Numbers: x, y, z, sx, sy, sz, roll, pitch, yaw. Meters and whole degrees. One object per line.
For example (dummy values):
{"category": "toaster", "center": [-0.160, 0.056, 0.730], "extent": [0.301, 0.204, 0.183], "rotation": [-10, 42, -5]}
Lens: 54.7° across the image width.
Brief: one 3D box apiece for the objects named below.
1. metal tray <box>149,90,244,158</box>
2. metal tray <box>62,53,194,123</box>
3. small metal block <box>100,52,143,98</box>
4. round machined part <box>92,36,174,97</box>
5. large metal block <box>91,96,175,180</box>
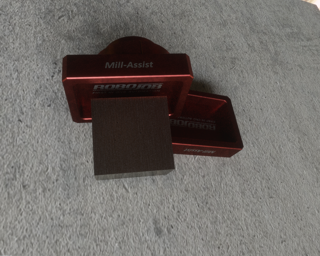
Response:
{"category": "metal tray", "center": [0.048, -0.008, 0.435], "extent": [0.131, 0.030, 0.090], "rotation": [6, 59, -25]}
{"category": "metal tray", "center": [-0.036, -0.042, 0.349], "extent": [0.131, 0.090, 0.030], "rotation": [-3, 63, -9]}
{"category": "small metal block", "center": [-0.053, -0.071, 0.422], "extent": [0.050, 0.025, 0.050], "rotation": [6, 59, -25]}
{"category": "round machined part", "center": [-0.032, -0.071, 0.372], "extent": [0.099, 0.097, 0.042], "rotation": [6, 59, -26]}
{"category": "large metal block", "center": [-0.032, 0.012, 0.342], "extent": [0.081, 0.050, 0.080], "rotation": [-3, 75, -10]}
